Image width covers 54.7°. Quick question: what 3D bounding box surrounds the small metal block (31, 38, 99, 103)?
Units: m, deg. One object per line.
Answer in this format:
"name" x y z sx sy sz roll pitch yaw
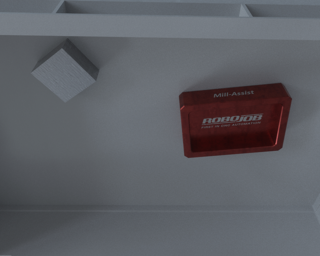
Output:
"small metal block" -0.107 -0.064 0.353 0.050 0.025 0.050 -30 125 22

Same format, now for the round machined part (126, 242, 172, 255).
"round machined part" -0.021 0.268 0.628 0.099 0.042 0.097 0 130 0

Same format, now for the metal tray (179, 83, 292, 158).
"metal tray" 0.093 -0.007 0.401 0.131 0.030 0.089 -5 130 4

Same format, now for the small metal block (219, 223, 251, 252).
"small metal block" 0.144 0.210 0.593 0.050 0.025 0.050 -13 129 10
